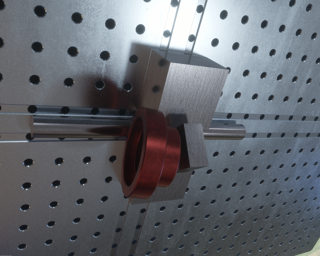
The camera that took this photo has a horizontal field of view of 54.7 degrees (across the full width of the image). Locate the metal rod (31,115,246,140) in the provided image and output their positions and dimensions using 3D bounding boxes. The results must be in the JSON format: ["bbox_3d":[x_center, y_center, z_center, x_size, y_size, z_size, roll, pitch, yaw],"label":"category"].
[{"bbox_3d":[-0.007,0.002,0.409,0.303,0.025,0.025,2,118,-29],"label":"metal rod"}]

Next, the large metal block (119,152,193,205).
[{"bbox_3d":[-0.003,0.054,0.427,0.081,0.050,0.079,1,118,-29],"label":"large metal block"}]

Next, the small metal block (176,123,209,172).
[{"bbox_3d":[0.029,0.025,0.370,0.025,0.050,0.050,1,74,-29],"label":"small metal block"}]

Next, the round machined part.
[{"bbox_3d":[-0.009,0.029,0.339,0.042,0.098,0.097,11,114,-17],"label":"round machined part"}]

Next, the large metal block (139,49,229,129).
[{"bbox_3d":[0.027,-0.046,0.381,0.081,0.050,0.079,0,118,-29],"label":"large metal block"}]
